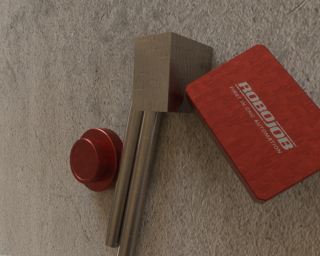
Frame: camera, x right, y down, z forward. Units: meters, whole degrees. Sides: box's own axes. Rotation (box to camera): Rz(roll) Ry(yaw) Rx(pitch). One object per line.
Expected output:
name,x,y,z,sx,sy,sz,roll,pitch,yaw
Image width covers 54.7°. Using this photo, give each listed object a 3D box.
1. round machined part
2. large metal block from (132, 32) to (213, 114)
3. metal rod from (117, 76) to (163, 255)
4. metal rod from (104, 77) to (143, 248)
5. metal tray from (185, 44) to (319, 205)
round machined part,-0.101,0.049,0.475,0.098,0.042,0.097,0,90,39
large metal block,0.016,-0.057,0.354,0.050,0.081,0.079,5,93,40
metal rod,-0.028,0.076,0.425,0.025,0.025,0.298,18,101,38
metal rod,-0.040,0.027,0.435,0.025,0.025,0.298,19,102,38
metal tray,0.094,-0.007,0.293,0.090,0.030,0.130,-30,67,0
